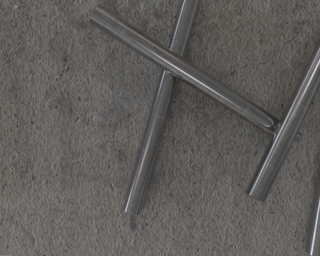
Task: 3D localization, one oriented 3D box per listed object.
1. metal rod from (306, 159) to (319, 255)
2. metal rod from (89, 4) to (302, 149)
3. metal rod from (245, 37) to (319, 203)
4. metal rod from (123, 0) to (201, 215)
[{"bbox_3d":[0.230,0.020,0.411,0.025,0.025,0.298,9,90,0],"label":"metal rod"},{"bbox_3d":[0.051,-0.059,0.389,0.301,0.025,0.025,31,90,-9],"label":"metal rod"},{"bbox_3d":[0.183,-0.047,0.389,0.025,0.025,0.299,29,81,0],"label":"metal rod"},{"bbox_3d":[0.003,-0.034,0.409,0.025,0.025,0.298,16,90,0],"label":"metal rod"}]
